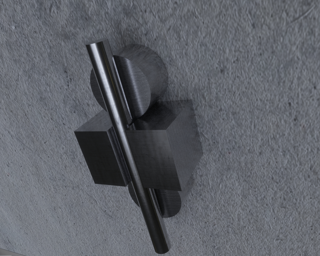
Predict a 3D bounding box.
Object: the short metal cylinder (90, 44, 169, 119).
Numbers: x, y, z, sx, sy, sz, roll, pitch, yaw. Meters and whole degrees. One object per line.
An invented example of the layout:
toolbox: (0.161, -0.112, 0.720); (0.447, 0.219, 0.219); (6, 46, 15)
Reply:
short metal cylinder: (-0.036, -0.056, 0.376); (0.080, 0.050, 0.079); (13, 123, 21)

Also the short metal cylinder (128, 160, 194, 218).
short metal cylinder: (0.002, 0.080, 0.441); (0.080, 0.050, 0.079); (13, 123, 21)

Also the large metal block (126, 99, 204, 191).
large metal block: (0.010, 0.018, 0.379); (0.050, 0.080, 0.080); (-1, 118, 28)

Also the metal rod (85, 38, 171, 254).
metal rod: (-0.031, 0.041, 0.385); (0.025, 0.025, 0.298); (-1, 118, 28)

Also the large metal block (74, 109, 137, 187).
large metal block: (-0.057, 0.020, 0.415); (0.050, 0.080, 0.080); (-1, 118, 28)
